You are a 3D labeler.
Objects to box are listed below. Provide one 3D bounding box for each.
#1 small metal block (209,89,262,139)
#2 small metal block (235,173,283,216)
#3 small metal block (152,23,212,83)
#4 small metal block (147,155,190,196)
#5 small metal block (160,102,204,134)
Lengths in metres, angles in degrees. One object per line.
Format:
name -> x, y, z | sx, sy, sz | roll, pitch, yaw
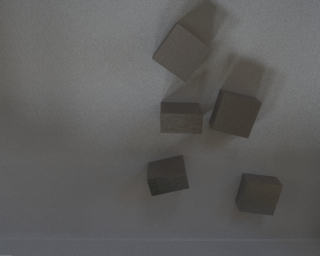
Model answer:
small metal block -> 0.097, -0.019, 0.406 | 0.050, 0.025, 0.050 | 13, 110, -6
small metal block -> 0.142, 0.096, 0.449 | 0.050, 0.025, 0.050 | 8, 110, -4
small metal block -> 0.026, -0.092, 0.378 | 0.050, 0.025, 0.050 | 34, 106, -12
small metal block -> 0.011, 0.064, 0.422 | 0.050, 0.050, 0.025 | -13, 110, 4
small metal block -> 0.026, -0.014, 0.393 | 0.050, 0.050, 0.025 | 1, 110, -1
